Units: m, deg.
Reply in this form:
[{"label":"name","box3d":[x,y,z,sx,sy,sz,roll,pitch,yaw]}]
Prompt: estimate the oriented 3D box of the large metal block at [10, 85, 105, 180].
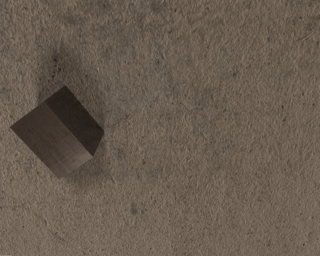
[{"label":"large metal block","box3d":[-0.119,0.002,0.380,0.050,0.080,0.080,-34,107,11]}]
